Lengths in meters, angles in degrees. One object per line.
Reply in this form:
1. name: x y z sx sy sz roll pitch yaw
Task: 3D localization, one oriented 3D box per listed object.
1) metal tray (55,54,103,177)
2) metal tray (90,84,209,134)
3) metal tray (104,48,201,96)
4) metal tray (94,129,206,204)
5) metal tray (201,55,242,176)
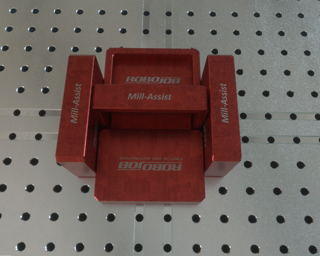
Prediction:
1. metal tray: -0.092 -0.012 0.380 0.030 0.090 0.130 1 70 0
2. metal tray: -0.012 -0.020 0.382 0.131 0.090 0.030 1 70 0
3. metal tray: -0.010 -0.065 0.433 0.131 0.030 0.090 1 70 0
4. metal tray: -0.012 0.048 0.390 0.131 0.030 0.090 1 70 0
5. metal tray: 0.070 -0.013 0.382 0.030 0.090 0.130 1 70 0
